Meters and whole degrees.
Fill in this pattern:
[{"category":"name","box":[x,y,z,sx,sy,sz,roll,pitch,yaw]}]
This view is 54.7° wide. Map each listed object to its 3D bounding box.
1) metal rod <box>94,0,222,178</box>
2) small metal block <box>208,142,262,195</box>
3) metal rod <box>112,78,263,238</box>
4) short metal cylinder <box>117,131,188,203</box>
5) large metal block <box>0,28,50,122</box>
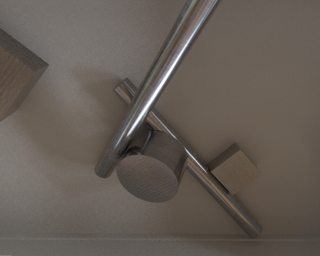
[{"category":"metal rod","box":[-0.015,-0.032,0.336,0.025,0.025,0.298,26,132,-10]},{"category":"small metal block","box":[0.104,0.057,0.434,0.050,0.025,0.050,-40,106,13]},{"category":"metal rod","box":[0.047,0.051,0.430,0.025,0.025,0.300,-39,106,13]},{"category":"short metal cylinder","box":[-0.009,0.050,0.402,0.080,0.050,0.079,10,127,14]},{"category":"large metal block","box":[-0.197,-0.067,0.371,0.080,0.050,0.080,38,105,-13]}]
